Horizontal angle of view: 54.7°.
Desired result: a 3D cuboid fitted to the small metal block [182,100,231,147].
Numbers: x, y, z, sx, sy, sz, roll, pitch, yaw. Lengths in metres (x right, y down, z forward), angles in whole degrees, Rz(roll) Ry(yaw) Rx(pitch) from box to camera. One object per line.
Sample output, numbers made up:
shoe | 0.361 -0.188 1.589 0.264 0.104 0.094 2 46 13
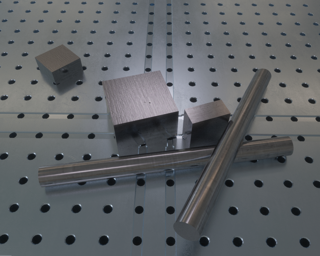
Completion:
small metal block | 0.058 -0.005 0.396 0.050 0.050 0.025 -15 52 -13

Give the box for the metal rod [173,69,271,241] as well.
metal rod | 0.091 0.005 0.373 0.025 0.025 0.301 22 44 17

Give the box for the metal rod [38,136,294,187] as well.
metal rod | 0.012 0.039 0.374 0.302 0.025 0.025 -7 50 -6

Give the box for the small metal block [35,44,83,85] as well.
small metal block | -0.160 -0.102 0.492 0.050 0.025 0.050 -36 59 -27

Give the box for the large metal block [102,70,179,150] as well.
large metal block | -0.027 -0.025 0.413 0.081 0.050 0.080 -13 51 -11
